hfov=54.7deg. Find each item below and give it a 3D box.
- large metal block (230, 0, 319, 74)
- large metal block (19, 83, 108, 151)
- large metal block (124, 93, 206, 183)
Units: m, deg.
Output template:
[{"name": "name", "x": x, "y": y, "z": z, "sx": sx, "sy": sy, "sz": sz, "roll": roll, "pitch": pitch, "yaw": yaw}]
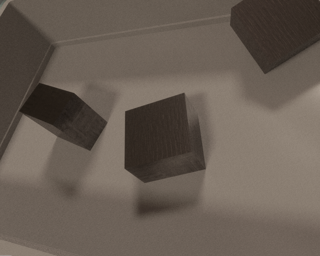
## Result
[{"name": "large metal block", "x": 0.142, "y": -0.125, "z": 0.371, "sx": 0.080, "sy": 0.050, "sz": 0.080, "roll": -33, "pitch": 81, "yaw": 7}, {"name": "large metal block", "x": -0.139, "y": -0.016, "z": 0.451, "sx": 0.080, "sy": 0.080, "sz": 0.050, "roll": 18, "pitch": 71, "yaw": 34}, {"name": "large metal block", "x": 0.005, "y": 0.014, "z": 0.378, "sx": 0.080, "sy": 0.050, "sz": 0.080, "roll": -16, "pitch": 55, "yaw": 18}]
